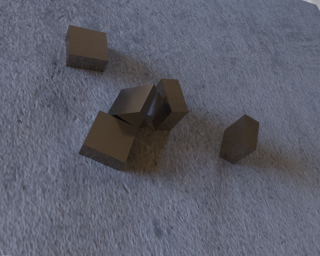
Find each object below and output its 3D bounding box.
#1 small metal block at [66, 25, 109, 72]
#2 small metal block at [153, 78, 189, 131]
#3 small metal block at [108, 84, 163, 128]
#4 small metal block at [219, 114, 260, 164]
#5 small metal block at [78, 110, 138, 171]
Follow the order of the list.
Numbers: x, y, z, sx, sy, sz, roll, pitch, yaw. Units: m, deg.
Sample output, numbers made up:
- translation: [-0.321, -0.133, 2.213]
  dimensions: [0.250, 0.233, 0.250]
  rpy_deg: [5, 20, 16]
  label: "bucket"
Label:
- translation: [-0.099, -0.106, 0.417]
  dimensions: [0.050, 0.025, 0.050]
  rpy_deg: [5, 60, -26]
  label: "small metal block"
- translation: [0.009, -0.030, 0.413]
  dimensions: [0.025, 0.050, 0.050]
  rpy_deg: [-2, 63, -29]
  label: "small metal block"
- translation: [-0.031, -0.026, 0.385]
  dimensions: [0.025, 0.050, 0.050]
  rpy_deg: [59, 40, -37]
  label: "small metal block"
- translation: [0.113, 0.017, 0.441]
  dimensions: [0.025, 0.050, 0.050]
  rpy_deg: [29, 52, -11]
  label: "small metal block"
- translation: [-0.060, 0.015, 0.364]
  dimensions: [0.050, 0.025, 0.050]
  rpy_deg: [26, 53, -12]
  label: "small metal block"
